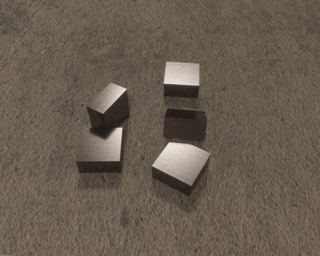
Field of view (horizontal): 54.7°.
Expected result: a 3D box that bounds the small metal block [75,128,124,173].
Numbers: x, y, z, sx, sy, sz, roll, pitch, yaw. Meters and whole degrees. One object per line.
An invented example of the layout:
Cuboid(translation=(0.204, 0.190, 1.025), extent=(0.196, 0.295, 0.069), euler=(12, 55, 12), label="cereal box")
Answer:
Cuboid(translation=(-0.072, 0.027, 0.380), extent=(0.050, 0.025, 0.050), euler=(0, 50, -1), label="small metal block")

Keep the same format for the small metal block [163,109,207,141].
Cuboid(translation=(0.032, -0.006, 0.393), extent=(0.050, 0.025, 0.050), euler=(5, 16, 4), label="small metal block")

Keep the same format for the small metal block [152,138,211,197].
Cuboid(translation=(0.025, 0.044, 0.366), extent=(0.050, 0.025, 0.050), euler=(25, 54, 19), label="small metal block")

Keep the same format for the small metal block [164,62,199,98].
Cuboid(translation=(0.033, -0.073, 0.465), extent=(0.050, 0.025, 0.050), euler=(4, 50, 3), label="small metal block")

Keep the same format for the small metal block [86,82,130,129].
Cuboid(translation=(-0.066, -0.022, 0.405), extent=(0.025, 0.050, 0.050), euler=(24, 54, 18), label="small metal block")
